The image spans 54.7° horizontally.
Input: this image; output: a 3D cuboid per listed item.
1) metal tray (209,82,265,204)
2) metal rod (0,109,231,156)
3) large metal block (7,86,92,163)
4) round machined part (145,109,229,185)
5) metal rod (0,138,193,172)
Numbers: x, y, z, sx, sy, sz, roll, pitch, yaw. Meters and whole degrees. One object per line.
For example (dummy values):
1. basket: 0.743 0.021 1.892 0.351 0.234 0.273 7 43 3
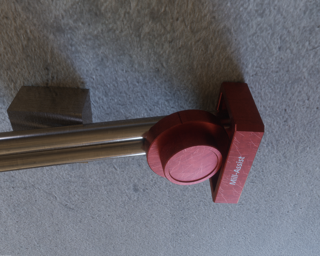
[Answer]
1. metal tray: 0.086 0.020 0.384 0.030 0.090 0.129 3 130 -3
2. metal rod: -0.065 0.005 0.353 0.302 0.025 0.025 -6 131 -12
3. large metal block: -0.129 -0.003 0.383 0.081 0.050 0.079 2 130 -3
4. round machined part: 0.034 0.029 0.359 0.099 0.042 0.097 -8 133 -8
5. metal rod: -0.067 0.026 0.371 0.302 0.025 0.025 -6 131 -12
